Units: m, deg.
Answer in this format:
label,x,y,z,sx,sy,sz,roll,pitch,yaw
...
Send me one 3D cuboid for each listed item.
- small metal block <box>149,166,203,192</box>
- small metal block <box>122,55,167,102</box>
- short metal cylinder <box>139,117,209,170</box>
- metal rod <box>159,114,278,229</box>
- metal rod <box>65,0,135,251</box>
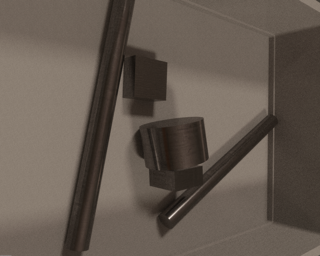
label,x,y,z,sx,sy,sz,roll,pitch,yaw
small metal block,0.021,0.064,0.410,0.050,0.050,0.025,-4,93,-40
small metal block,-0.019,-0.061,0.393,0.050,0.025,0.050,3,88,-40
short metal cylinder,0.018,0.017,0.388,0.081,0.080,0.050,-14,100,-39
metal rod,0.110,0.056,0.501,0.302,0.025,0.025,-34,112,-35
metal rod,-0.065,-0.017,0.353,0.025,0.025,0.298,16,80,-39
